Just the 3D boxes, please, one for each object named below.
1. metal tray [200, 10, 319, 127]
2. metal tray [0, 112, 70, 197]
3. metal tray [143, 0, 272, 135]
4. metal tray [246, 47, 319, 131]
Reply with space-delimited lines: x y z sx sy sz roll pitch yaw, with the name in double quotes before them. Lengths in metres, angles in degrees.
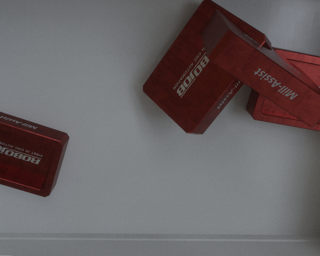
"metal tray" 0.105 -0.063 0.315 0.131 0.090 0.030 29 118 -16
"metal tray" -0.200 0.032 0.418 0.131 0.030 0.089 19 109 -7
"metal tray" 0.049 -0.068 0.356 0.090 0.030 0.129 45 108 26
"metal tray" 0.186 -0.046 0.392 0.131 0.030 0.089 10 110 -4
